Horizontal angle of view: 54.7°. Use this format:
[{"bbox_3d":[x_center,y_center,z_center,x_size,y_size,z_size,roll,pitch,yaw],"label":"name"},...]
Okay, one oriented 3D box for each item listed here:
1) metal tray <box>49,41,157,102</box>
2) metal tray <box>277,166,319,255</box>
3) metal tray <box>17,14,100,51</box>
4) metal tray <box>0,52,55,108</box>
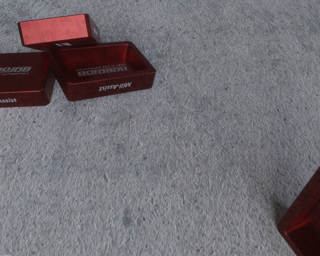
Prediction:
[{"bbox_3d":[-0.083,-0.087,0.452,0.131,0.030,0.090,-14,50,-29],"label":"metal tray"},{"bbox_3d":[0.156,0.091,0.260,0.030,0.129,0.090,-21,53,-16],"label":"metal tray"},{"bbox_3d":[-0.140,-0.137,0.458,0.091,0.030,0.130,-9,11,-4],"label":"metal tray"},{"bbox_3d":[-0.227,-0.072,0.459,0.131,0.030,0.090,-3,50,-3],"label":"metal tray"}]
